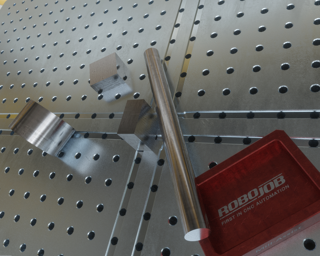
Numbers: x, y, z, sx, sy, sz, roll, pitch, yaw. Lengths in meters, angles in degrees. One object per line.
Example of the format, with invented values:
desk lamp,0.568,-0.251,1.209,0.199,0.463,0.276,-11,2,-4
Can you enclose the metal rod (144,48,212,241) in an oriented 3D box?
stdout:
metal rod,0.010,-0.009,0.383,0.025,0.025,0.300,-25,45,13

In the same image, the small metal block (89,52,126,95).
small metal block,-0.087,-0.090,0.510,0.050,0.025,0.050,-21,54,15

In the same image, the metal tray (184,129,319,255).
metal tray,0.092,0.071,0.312,0.130,0.030,0.090,-32,52,7

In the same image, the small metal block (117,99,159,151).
small metal block,-0.026,-0.003,0.408,0.025,0.050,0.050,-1,62,28

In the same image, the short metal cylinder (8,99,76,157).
short metal cylinder,-0.175,0.001,0.465,0.080,0.080,0.050,25,76,37
